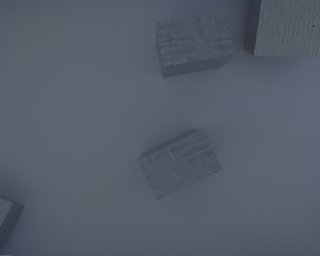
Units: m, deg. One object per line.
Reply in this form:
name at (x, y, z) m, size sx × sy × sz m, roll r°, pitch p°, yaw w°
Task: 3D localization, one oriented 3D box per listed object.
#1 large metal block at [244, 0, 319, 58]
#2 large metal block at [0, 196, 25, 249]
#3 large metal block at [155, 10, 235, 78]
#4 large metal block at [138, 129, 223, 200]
large metal block at (0.156, -0.133, 0.388) m, size 0.081 × 0.050 × 0.079 m, roll 1°, pitch 112°, yaw -1°
large metal block at (-0.233, 0.117, 0.384) m, size 0.080 × 0.050 × 0.080 m, roll 24°, pitch 70°, yaw 0°
large metal block at (0.039, -0.100, 0.384) m, size 0.080 × 0.080 × 0.050 m, roll -11°, pitch 90°, yaw 0°
large metal block at (0.023, 0.041, 0.384) m, size 0.080 × 0.080 × 0.050 m, roll -25°, pitch 90°, yaw 0°
